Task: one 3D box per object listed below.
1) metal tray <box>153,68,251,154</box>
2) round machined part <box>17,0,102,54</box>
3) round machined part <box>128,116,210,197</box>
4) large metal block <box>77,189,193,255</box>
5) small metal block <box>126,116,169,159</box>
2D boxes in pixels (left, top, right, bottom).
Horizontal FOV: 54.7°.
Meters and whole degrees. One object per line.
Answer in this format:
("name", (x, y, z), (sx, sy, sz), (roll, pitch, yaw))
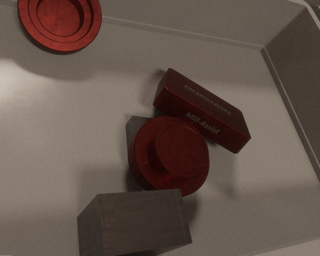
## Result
("metal tray", (0.058, -0.026, 0.428), (0.131, 0.030, 0.090), (30, 26, -10))
("round machined part", (-0.128, -0.143, 0.396), (0.099, 0.042, 0.097), (-2, 94, -25))
("round machined part", (0.016, 0.030, 0.356), (0.099, 0.042, 0.098), (12, 62, -23))
("large metal block", (-0.029, 0.097, 0.297), (0.081, 0.080, 0.050), (2, 61, -28))
("small metal block", (-0.014, 0.015, 0.390), (0.050, 0.025, 0.050), (7, 59, -25))
